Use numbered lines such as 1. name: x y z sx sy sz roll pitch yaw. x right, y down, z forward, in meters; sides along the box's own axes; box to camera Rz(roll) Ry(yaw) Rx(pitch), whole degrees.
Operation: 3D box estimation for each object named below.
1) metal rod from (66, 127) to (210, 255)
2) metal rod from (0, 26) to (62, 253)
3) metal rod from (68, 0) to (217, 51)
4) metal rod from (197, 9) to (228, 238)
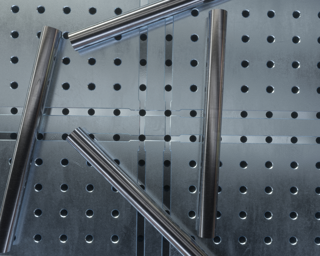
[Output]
1. metal rod: -0.009 0.113 0.413 0.300 0.025 0.025 45 90 -1
2. metal rod: -0.177 0.014 0.411 0.025 0.025 0.298 13 90 -1
3. metal rod: 0.025 -0.166 0.413 0.302 0.025 0.025 -20 90 -1
4. metal rod: 0.070 -0.006 0.414 0.025 0.025 0.298 3 90 -1
